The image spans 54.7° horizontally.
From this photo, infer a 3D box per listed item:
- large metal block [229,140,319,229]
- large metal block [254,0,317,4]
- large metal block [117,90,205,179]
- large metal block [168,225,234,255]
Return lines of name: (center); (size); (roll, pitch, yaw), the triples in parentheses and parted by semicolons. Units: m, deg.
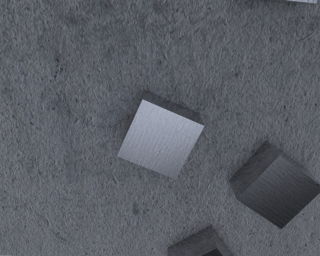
large metal block: (0.157, 0.077, 0.426); (0.080, 0.050, 0.080); (34, 106, -12)
large metal block: (0.128, -0.179, 0.331); (0.081, 0.050, 0.079); (5, 110, -2)
large metal block: (0.000, 0.008, 0.399); (0.080, 0.050, 0.080); (23, 108, -9)
large metal block: (0.068, 0.211, 0.475); (0.080, 0.050, 0.080); (-32, 107, 11)
